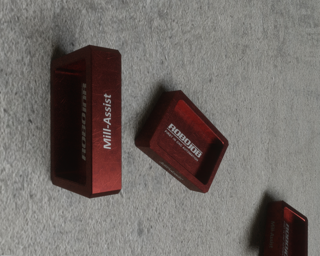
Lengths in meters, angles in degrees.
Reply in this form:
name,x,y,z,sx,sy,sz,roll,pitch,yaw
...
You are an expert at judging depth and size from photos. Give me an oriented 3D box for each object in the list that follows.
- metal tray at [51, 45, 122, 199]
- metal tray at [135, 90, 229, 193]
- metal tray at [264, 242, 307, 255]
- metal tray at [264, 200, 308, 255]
name,x,y,z,sx,sy,sz,roll,pitch,yaw
metal tray,-0.074,-0.006,0.299,0.030,0.090,0.129,0,90,-40
metal tray,0.036,0.021,0.431,0.130,0.030,0.090,43,64,-32
metal tray,0.240,0.285,0.602,0.131,0.030,0.089,0,90,-40
metal tray,0.232,0.211,0.566,0.090,0.030,0.130,35,54,-25
